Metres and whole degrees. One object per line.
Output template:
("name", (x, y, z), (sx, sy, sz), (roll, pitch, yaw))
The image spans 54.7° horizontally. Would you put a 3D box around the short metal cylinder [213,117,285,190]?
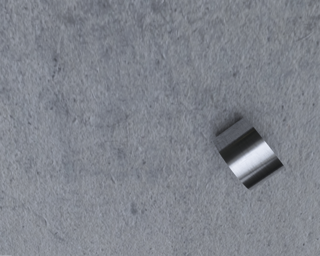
("short metal cylinder", (0.112, 0.032, 0.394), (0.050, 0.080, 0.080), (-38, 106, 12))
